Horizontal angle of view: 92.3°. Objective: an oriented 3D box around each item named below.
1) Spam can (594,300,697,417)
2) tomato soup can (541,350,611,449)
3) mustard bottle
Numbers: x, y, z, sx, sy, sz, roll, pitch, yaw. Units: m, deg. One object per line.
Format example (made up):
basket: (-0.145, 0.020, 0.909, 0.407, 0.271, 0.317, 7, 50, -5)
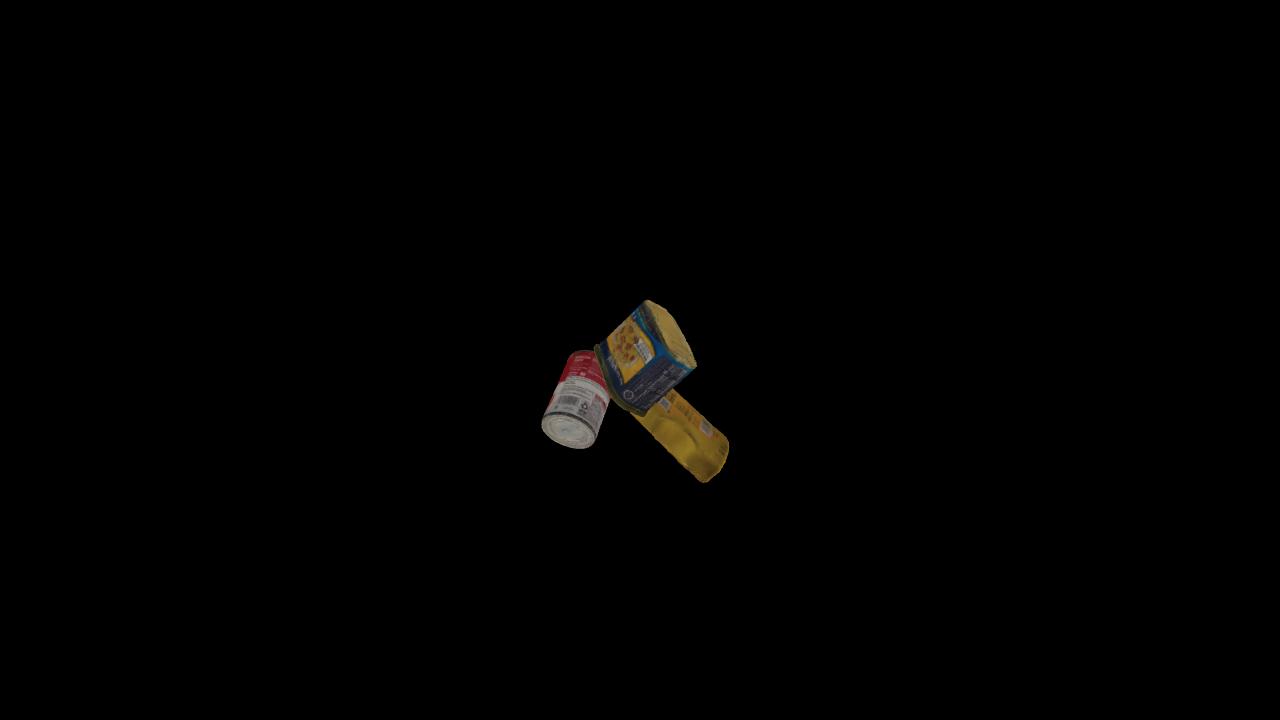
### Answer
Spam can: (0.005, -0.004, 0.670, 0.085, 0.101, 0.058, -44, -46, 20)
tomato soup can: (-0.069, 0.047, 0.731, 0.068, 0.101, 0.068, 10, -41, 9)
mustard bottle: (0.026, 0.059, 0.736, 0.054, 0.184, 0.092, -42, 9, 26)
